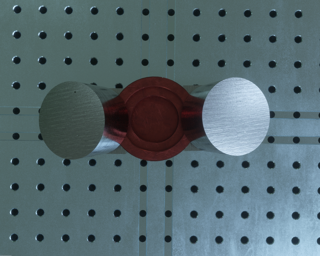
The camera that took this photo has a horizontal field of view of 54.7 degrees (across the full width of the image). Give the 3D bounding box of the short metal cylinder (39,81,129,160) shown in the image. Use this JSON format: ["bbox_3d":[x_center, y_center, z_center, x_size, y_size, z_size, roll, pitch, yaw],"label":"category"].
[{"bbox_3d":[-0.082,-0.008,0.337,0.080,0.050,0.079,0,91,21],"label":"short metal cylinder"}]

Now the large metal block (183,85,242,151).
[{"bbox_3d":[0.069,-0.013,0.401,0.081,0.050,0.080,-1,90,0],"label":"large metal block"}]

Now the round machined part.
[{"bbox_3d":[-0.006,-0.011,0.375,0.099,0.042,0.097,0,90,0],"label":"round machined part"}]

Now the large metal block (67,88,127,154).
[{"bbox_3d":[-0.081,-0.009,0.400,0.081,0.050,0.080,1,90,0],"label":"large metal block"}]

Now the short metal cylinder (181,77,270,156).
[{"bbox_3d":[0.070,-0.012,0.338,0.081,0.050,0.080,0,90,-20],"label":"short metal cylinder"}]
